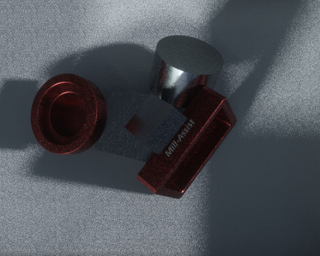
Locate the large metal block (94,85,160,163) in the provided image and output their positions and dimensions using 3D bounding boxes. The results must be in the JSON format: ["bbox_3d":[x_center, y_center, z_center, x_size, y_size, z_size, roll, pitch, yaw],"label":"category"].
[{"bbox_3d":[-0.030,-0.003,0.397,0.080,0.050,0.080,15,90,-1],"label":"large metal block"}]

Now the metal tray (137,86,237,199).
[{"bbox_3d":[0.038,0.023,0.377,0.030,0.090,0.130,36,89,27],"label":"metal tray"}]

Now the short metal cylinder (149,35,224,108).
[{"bbox_3d":[0.030,-0.069,0.376,0.080,0.080,0.050,16,134,-1],"label":"short metal cylinder"}]

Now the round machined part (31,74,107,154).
[{"bbox_3d":[-0.109,-0.016,0.388,0.098,0.042,0.097,-2,84,22],"label":"round machined part"}]

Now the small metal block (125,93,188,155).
[{"bbox_3d":[-0.005,-0.006,0.346,0.025,0.050,0.050,37,90,-39],"label":"small metal block"}]
